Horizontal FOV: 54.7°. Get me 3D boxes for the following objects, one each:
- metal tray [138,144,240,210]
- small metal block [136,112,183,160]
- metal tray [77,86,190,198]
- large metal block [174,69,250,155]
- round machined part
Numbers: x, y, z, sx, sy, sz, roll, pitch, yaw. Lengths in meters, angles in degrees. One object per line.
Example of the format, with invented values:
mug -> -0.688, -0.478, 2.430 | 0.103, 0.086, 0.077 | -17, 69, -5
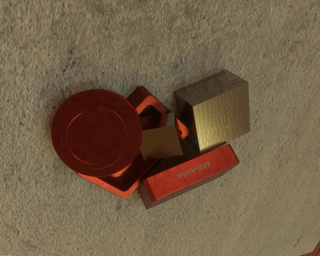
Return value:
metal tray -> 0.038, 0.071, 0.440 | 0.131, 0.030, 0.090 | -21, 163, -16
small metal block -> -0.001, 0.011, 0.385 | 0.050, 0.025, 0.050 | -9, 130, 10
metal tray -> -0.035, 0.022, 0.398 | 0.130, 0.030, 0.090 | -46, 129, 4
large metal block -> 0.072, -0.022, 0.418 | 0.081, 0.050, 0.080 | -24, 127, -14
round machined part -> -0.068, 0.007, 0.337 | 0.099, 0.042, 0.097 | -1, 99, -4
